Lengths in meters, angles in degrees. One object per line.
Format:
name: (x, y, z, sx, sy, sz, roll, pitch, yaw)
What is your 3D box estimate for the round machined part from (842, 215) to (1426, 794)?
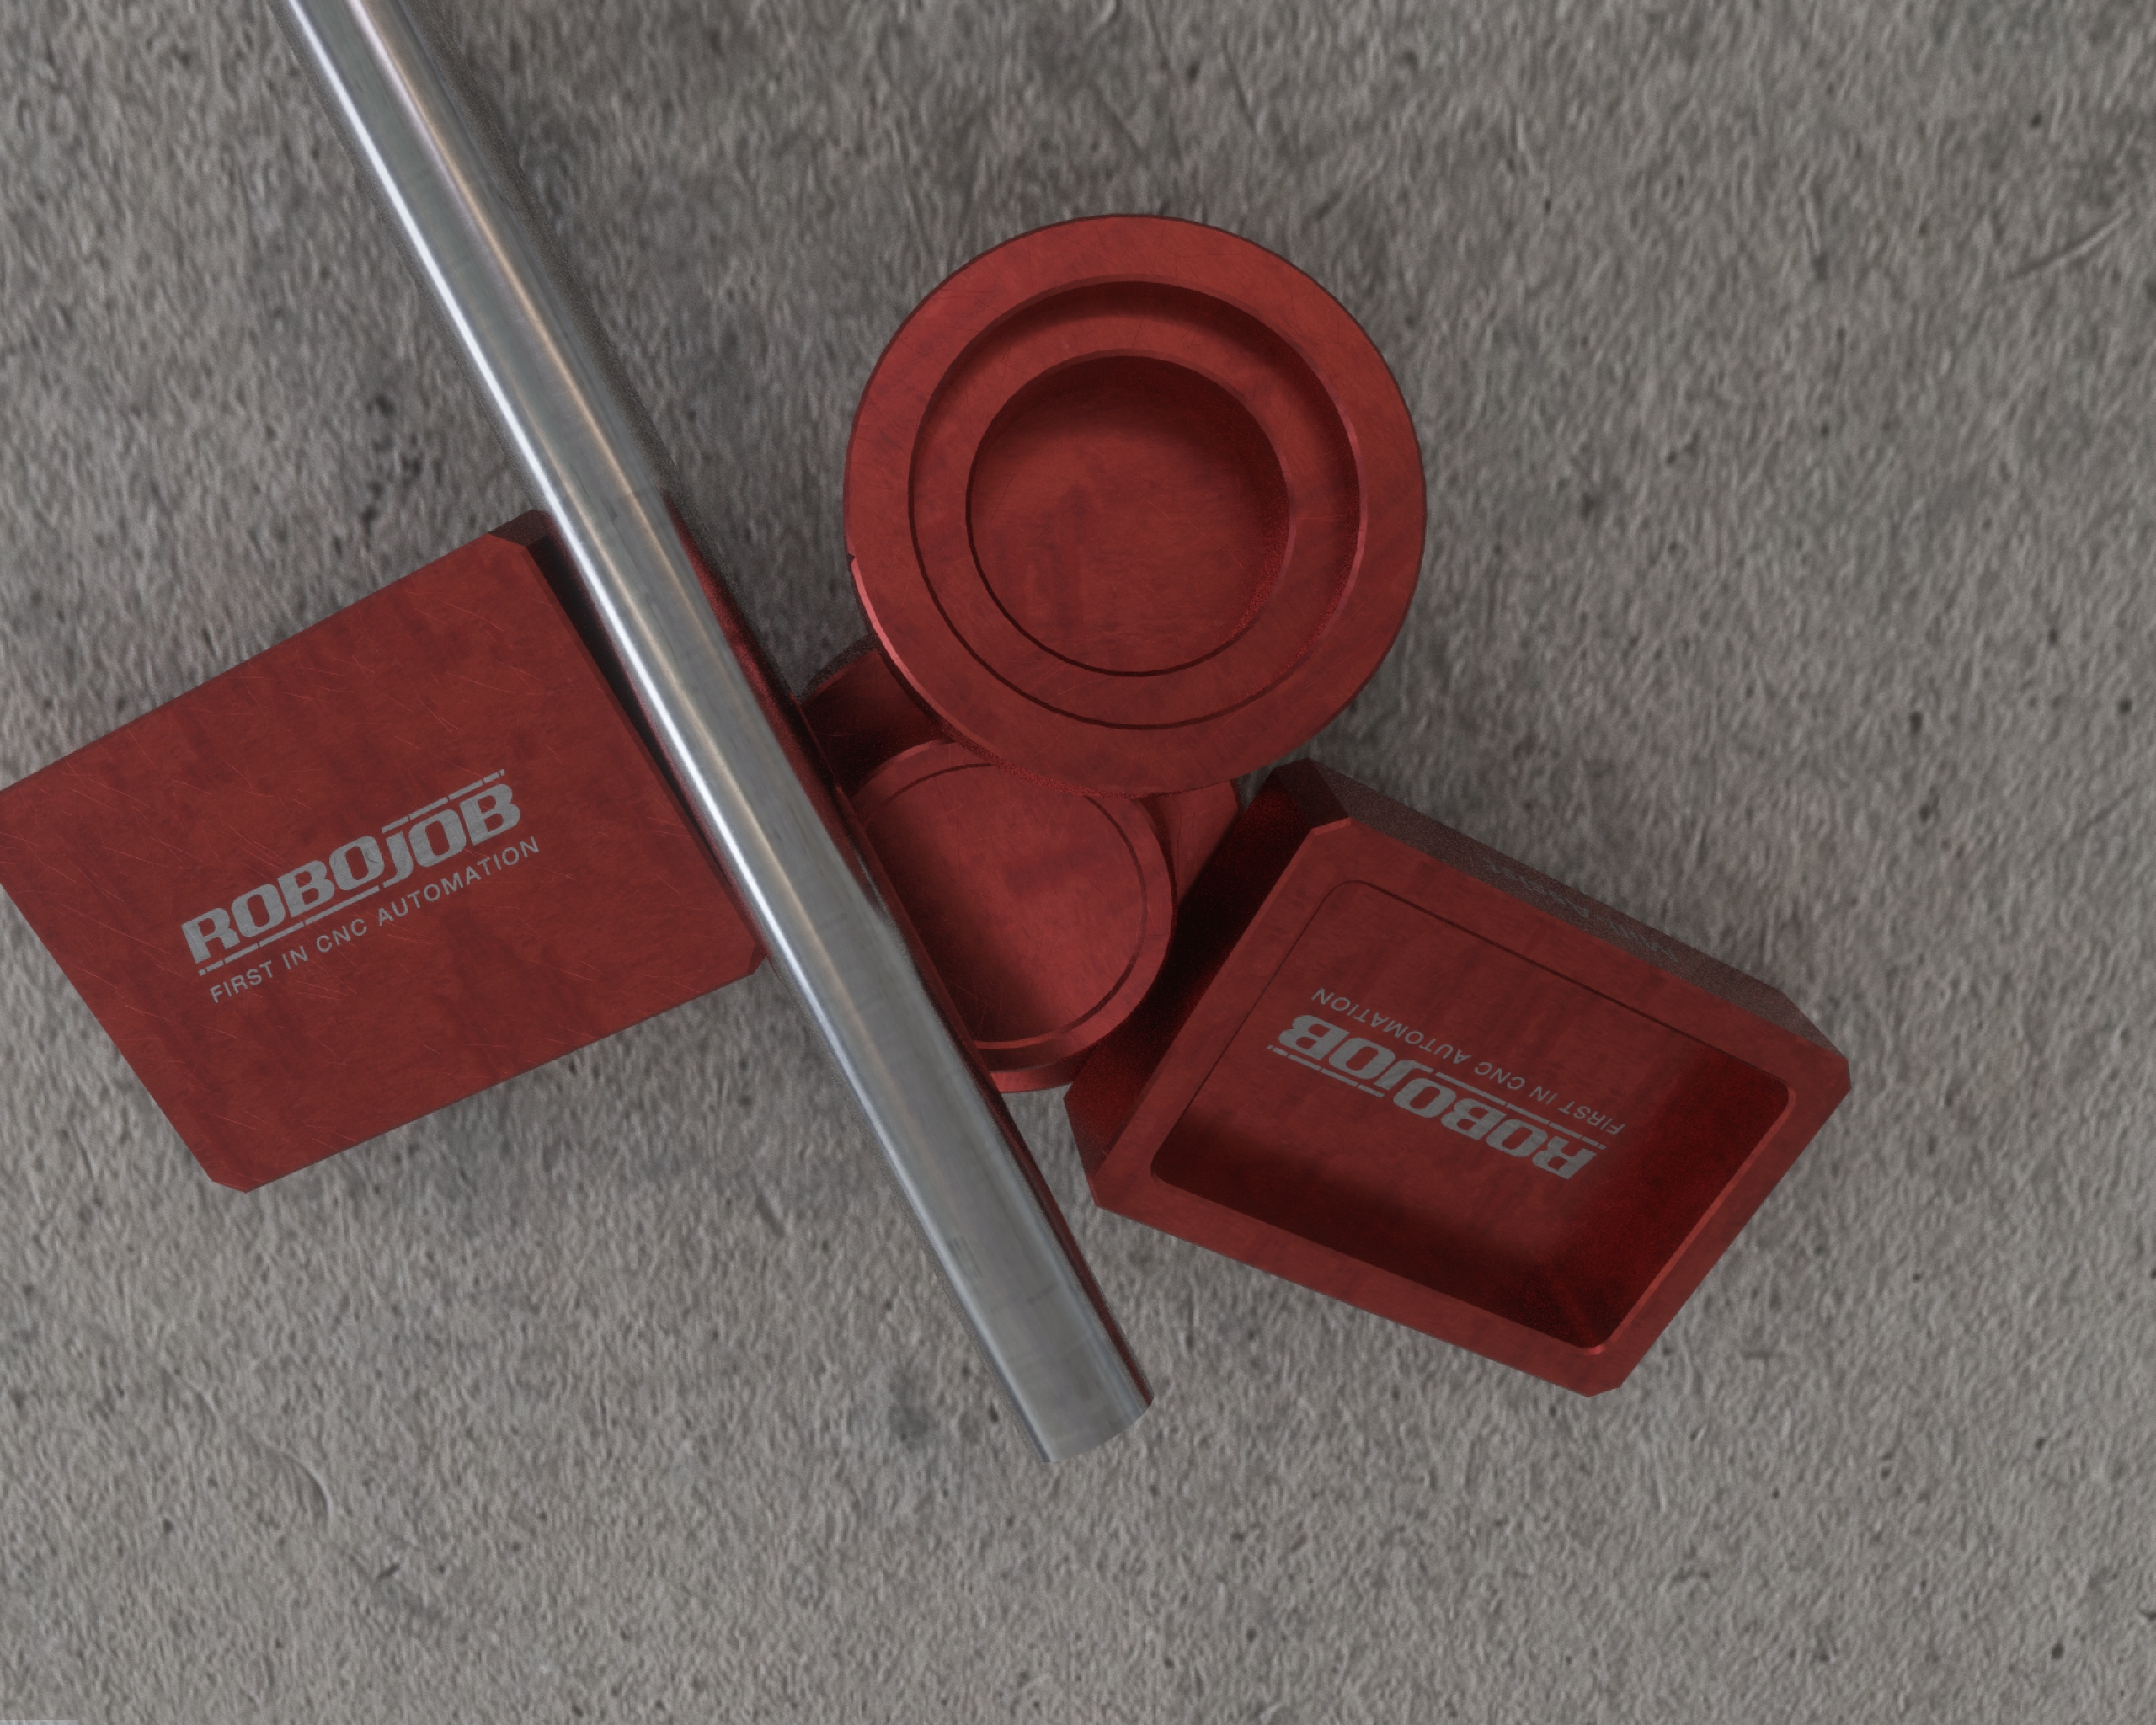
round machined part: (0.008, -0.060, 0.368, 0.099, 0.042, 0.097, 0, 88, -7)

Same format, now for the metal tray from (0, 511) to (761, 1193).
metal tray: (-0.130, 0.000, 0.395, 0.130, 0.030, 0.090, -23, 106, 17)

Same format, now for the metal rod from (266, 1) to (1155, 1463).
metal rod: (-0.065, -0.032, 0.363, 0.025, 0.025, 0.299, -26, 95, 9)

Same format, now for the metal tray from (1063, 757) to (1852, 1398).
metal tray: (0.075, 0.046, 0.414, 0.131, 0.030, 0.090, 25, 108, -20)

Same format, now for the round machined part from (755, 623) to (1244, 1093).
round machined part: (-0.016, 0.001, 0.403, 0.099, 0.042, 0.097, 0, 110, 0)
